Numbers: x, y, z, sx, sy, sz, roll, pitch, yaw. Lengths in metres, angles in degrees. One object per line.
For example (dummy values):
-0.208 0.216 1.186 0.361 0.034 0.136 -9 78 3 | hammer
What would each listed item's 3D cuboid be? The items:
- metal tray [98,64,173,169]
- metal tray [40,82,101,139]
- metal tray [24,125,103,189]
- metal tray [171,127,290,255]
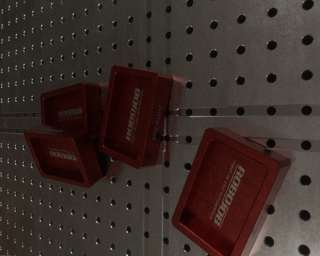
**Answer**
-0.038 -0.018 0.434 0.090 0.030 0.129 18 102 38 | metal tray
-0.155 -0.023 0.530 0.130 0.030 0.089 -6 86 39 | metal tray
-0.159 0.044 0.506 0.130 0.030 0.089 4 117 35 | metal tray
0.073 0.075 0.344 0.090 0.030 0.129 29 108 35 | metal tray
